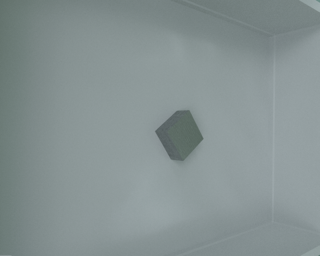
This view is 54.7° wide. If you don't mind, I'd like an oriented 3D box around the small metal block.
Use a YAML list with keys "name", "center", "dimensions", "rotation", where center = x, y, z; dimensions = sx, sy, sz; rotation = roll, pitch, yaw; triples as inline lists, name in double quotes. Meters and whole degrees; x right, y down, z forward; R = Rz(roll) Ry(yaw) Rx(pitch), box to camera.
- name: "small metal block"
  center: [0.028, 0.010, 0.432]
  dimensions: [0.050, 0.025, 0.050]
  rotation: [-43, 117, -32]
